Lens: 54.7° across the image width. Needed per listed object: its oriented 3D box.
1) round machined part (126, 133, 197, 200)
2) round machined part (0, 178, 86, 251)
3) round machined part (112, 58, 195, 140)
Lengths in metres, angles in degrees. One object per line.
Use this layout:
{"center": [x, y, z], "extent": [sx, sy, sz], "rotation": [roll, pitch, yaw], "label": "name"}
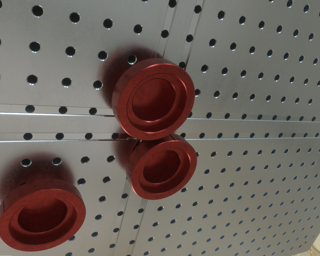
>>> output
{"center": [-0.001, 0.049, 0.431], "extent": [0.099, 0.042, 0.097], "rotation": [-14, 125, -21], "label": "round machined part"}
{"center": [-0.146, 0.102, 0.384], "extent": [0.099, 0.042, 0.097], "rotation": [-14, 125, -21], "label": "round machined part"}
{"center": [-0.011, -0.037, 0.373], "extent": [0.099, 0.042, 0.097], "rotation": [-14, 125, -21], "label": "round machined part"}
